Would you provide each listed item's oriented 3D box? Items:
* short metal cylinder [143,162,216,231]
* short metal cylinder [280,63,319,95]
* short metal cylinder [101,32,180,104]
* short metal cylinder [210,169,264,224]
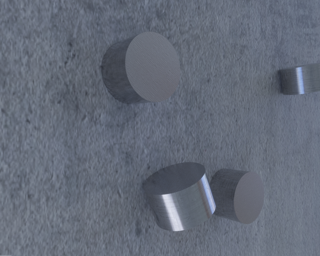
[{"bbox_3d":[0.025,0.084,0.392,0.081,0.080,0.050,-29,109,-36],"label":"short metal cylinder"},{"bbox_3d":[0.281,-0.097,0.608,0.081,0.080,0.050,-18,102,-39],"label":"short metal cylinder"},{"bbox_3d":[-0.022,-0.070,0.372,0.081,0.050,0.079,0,90,-40],"label":"short metal cylinder"},{"bbox_3d":[0.122,0.107,0.494,0.081,0.050,0.079,0,90,-40],"label":"short metal cylinder"}]
